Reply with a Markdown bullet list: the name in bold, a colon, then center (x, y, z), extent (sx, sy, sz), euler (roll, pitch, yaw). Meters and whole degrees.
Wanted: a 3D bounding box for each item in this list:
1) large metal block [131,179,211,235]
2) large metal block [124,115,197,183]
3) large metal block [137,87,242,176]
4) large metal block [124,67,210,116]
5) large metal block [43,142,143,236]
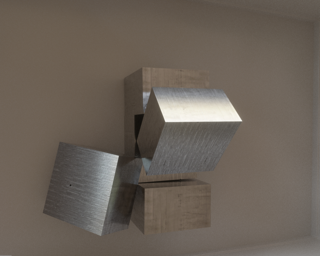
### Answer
- **large metal block**: center (0.007, 0.090, 0.383), extent (0.081, 0.080, 0.050), euler (0, 90, -20)
- **large metal block**: center (0.000, 0.024, 0.398), extent (0.081, 0.050, 0.079), euler (-1, 90, -20)
- **large metal block**: center (0.027, 0.004, 0.331), extent (0.081, 0.079, 0.050), euler (-1, 46, -21)
- **large metal block**: center (0.006, -0.041, 0.382), extent (0.081, 0.080, 0.050), euler (-1, 91, -20)
- **large metal block**: center (-0.073, 0.064, 0.345), extent (0.050, 0.080, 0.080), euler (20, 82, -63)
